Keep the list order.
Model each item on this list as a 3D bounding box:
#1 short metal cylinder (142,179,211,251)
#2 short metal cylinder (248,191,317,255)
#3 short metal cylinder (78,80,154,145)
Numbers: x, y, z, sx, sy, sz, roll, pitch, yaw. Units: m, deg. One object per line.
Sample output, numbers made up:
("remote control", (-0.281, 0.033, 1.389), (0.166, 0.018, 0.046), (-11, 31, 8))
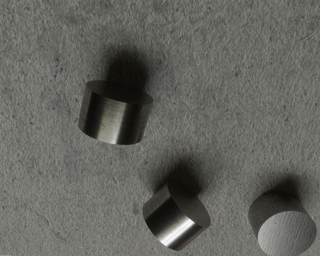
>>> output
("short metal cylinder", (0.023, 0.118, 0.424), (0.080, 0.080, 0.050), (40, 105, -14))
("short metal cylinder", (0.175, 0.139, 0.449), (0.081, 0.050, 0.079), (0, 110, 0))
("short metal cylinder", (-0.053, -0.020, 0.372), (0.080, 0.080, 0.050), (15, 109, -6))
